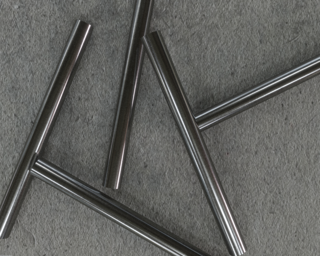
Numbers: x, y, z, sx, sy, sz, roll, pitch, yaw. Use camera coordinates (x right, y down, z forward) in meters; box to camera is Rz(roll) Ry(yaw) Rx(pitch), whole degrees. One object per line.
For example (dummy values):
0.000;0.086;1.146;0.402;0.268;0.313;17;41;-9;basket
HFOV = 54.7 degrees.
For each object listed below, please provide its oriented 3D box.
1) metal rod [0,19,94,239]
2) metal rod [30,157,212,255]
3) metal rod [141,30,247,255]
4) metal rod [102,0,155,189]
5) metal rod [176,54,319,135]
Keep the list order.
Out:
-0.155;0.001;0.408;0.025;0.025;0.299;22;90;0;metal rod
-0.028;0.125;0.402;0.301;0.025;0.025;31;90;-3;metal rod
0.046;0.026;0.388;0.025;0.025;0.299;-23;99;0;metal rod
-0.038;-0.070;0.409;0.025;0.025;0.298;10;90;0;metal rod
0.161;-0.060;0.410;0.301;0.025;0.025;-26;90;0;metal rod
